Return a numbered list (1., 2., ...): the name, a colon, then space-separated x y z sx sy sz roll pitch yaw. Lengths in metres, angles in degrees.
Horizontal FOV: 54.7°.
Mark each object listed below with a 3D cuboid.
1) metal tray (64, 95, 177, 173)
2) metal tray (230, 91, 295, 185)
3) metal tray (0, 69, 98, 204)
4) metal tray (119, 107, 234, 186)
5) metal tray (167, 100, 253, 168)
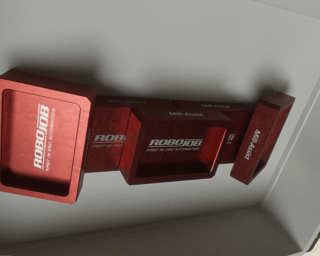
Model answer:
1. metal tray: -0.048 0.008 0.383 0.131 0.030 0.089 0 118 -28
2. metal tray: 0.157 0.014 0.472 0.091 0.030 0.129 -21 132 -52
3. metal tray: -0.121 0.013 0.322 0.091 0.030 0.129 12 115 -6
4. metal tray: 0.021 0.023 0.390 0.131 0.030 0.089 1 118 -29
5. metal tray: 0.067 0.009 0.446 0.131 0.030 0.089 0 118 -28
